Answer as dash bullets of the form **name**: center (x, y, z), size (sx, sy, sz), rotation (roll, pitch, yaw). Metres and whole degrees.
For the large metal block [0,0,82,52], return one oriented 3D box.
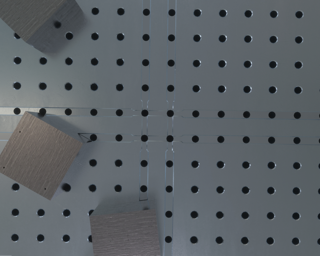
- **large metal block**: center (-0.163, -0.160, 0.400), size (0.080, 0.050, 0.080), rotation (44, 90, 0)

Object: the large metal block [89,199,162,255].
- **large metal block**: center (-0.041, 0.142, 0.401), size (0.080, 0.050, 0.080), rotation (-6, 90, 0)

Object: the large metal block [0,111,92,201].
- **large metal block**: center (-0.148, 0.034, 0.400), size (0.080, 0.050, 0.080), rotation (30, 90, 0)
